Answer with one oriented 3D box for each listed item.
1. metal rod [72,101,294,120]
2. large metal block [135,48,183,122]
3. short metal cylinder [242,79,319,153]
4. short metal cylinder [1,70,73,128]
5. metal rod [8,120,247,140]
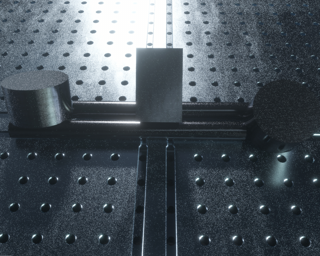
[{"bbox_3d":[0.033,-0.024,0.427,0.302,0.025,0.025,1,50,0],"label":"metal rod"},{"bbox_3d":[0.000,-0.048,0.373,0.050,0.080,0.079,1,92,0],"label":"large metal block"},{"bbox_3d":[0.149,-0.013,0.386,0.081,0.050,0.080,0,72,0],"label":"short metal cylinder"},{"bbox_3d":[-0.158,-0.040,0.405,0.081,0.050,0.080,0,27,0],"label":"short metal cylinder"},{"bbox_3d":[-0.041,0.002,0.404,0.302,0.025,0.025,1,50,0],"label":"metal rod"}]
